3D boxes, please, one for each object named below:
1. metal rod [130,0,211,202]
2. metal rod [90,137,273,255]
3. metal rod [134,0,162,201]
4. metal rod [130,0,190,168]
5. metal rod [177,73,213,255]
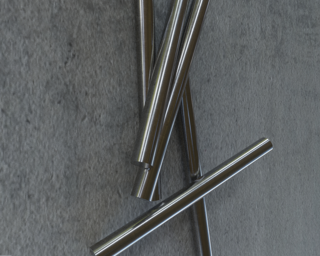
[{"bbox_3d":[0.021,-0.057,0.393,0.025,0.025,0.299,30,69,-36],"label":"metal rod"},{"bbox_3d":[0.047,0.085,0.417,0.302,0.025,0.025,-26,107,-28],"label":"metal rod"},{"bbox_3d":[-0.016,-0.058,0.392,0.025,0.025,0.298,-4,93,-40],"label":"metal rod"},{"bbox_3d":[0.010,-0.097,0.387,0.025,0.025,0.299,29,63,-37],"label":"metal rod"},{"bbox_3d":[0.047,0.055,0.446,0.025,0.025,0.298,-14,99,-39],"label":"metal rod"}]
